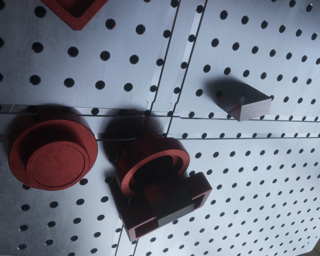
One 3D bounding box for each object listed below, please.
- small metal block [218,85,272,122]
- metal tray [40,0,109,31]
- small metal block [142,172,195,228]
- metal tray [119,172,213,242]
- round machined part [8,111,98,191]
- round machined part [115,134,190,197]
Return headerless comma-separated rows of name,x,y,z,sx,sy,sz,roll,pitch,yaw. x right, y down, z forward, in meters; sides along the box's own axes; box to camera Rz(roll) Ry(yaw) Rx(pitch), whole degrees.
small metal block,0.119,-0.036,0.437,0.050,0.050,0.025,-14,124,-21
metal tray,-0.065,-0.164,0.270,0.130,0.030,0.090,-46,129,4
small metal block,0.010,0.093,0.405,0.050,0.050,0.025,-21,144,-14
metal tray,0.008,0.119,0.461,0.131,0.030,0.090,-22,153,-15
round machined part,-0.119,0.033,0.355,0.099,0.042,0.097,-14,124,-21
round machined part,-0.013,0.046,0.410,0.099,0.042,0.097,-20,143,-16
